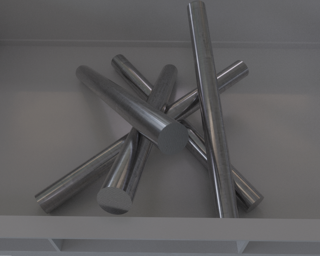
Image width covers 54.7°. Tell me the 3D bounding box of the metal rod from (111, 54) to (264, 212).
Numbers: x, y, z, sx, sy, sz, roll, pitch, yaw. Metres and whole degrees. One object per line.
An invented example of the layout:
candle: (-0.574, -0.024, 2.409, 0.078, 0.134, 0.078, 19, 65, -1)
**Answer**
metal rod: (0.018, -0.012, 0.414, 0.025, 0.025, 0.300, -28, 55, -21)

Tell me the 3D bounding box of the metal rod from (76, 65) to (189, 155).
metal rod: (-0.054, -0.038, 0.351, 0.025, 0.025, 0.300, -23, 27, -18)

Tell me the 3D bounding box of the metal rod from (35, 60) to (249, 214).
metal rod: (-0.009, 0.001, 0.377, 0.301, 0.025, 0.025, -34, 58, -16)

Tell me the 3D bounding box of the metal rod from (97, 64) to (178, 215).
metal rod: (-0.008, -0.018, 0.347, 0.025, 0.025, 0.301, 7, 28, 6)

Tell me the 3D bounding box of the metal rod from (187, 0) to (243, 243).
metal rod: (0.060, -0.024, 0.365, 0.025, 0.025, 0.299, -3, 69, -3)
